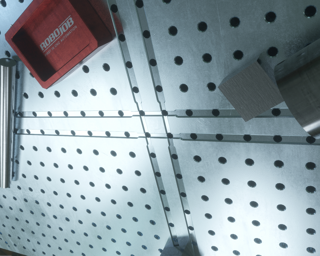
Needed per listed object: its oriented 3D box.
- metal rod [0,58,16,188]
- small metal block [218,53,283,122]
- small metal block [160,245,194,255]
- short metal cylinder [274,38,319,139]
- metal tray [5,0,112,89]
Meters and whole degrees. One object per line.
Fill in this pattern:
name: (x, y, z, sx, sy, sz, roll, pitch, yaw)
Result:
metal rod: (-0.278, 0.009, 0.559, 0.025, 0.025, 0.298, 30, 128, 8)
small metal block: (0.100, -0.042, 0.332, 0.050, 0.025, 0.050, -34, 100, 38)
small metal block: (0.034, 0.233, 0.536, 0.050, 0.025, 0.050, -23, 106, 36)
short metal cylinder: (0.147, -0.036, 0.275, 0.050, 0.080, 0.080, -33, 100, 38)
metal tray: (-0.136, -0.118, 0.404, 0.130, 0.030, 0.090, -25, 105, 36)
